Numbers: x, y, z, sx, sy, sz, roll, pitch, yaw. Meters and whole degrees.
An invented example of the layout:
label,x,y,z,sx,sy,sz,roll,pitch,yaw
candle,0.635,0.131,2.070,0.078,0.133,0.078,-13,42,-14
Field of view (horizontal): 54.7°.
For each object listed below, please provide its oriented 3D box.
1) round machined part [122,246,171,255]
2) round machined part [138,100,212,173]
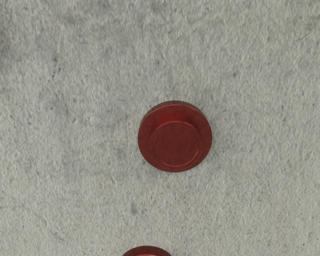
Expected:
label,x,y,z,sx,sy,sz,roll,pitch,yaw
round machined part,-0.021,0.239,0.489,0.099,0.042,0.097,0,110,-1
round machined part,0.020,0.016,0.407,0.099,0.042,0.097,0,110,-1
